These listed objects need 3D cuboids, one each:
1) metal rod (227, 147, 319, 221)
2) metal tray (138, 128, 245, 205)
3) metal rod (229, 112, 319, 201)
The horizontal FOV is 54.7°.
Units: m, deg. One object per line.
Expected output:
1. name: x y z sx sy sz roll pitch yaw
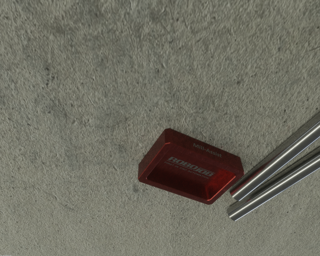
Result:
1. metal rod: 0.215 0.058 0.460 0.025 0.025 0.299 30 124 -23
2. metal tray: 0.045 0.061 0.456 0.131 0.030 0.089 22 127 -19
3. metal rod: 0.200 0.009 0.418 0.025 0.025 0.298 25 126 -20
